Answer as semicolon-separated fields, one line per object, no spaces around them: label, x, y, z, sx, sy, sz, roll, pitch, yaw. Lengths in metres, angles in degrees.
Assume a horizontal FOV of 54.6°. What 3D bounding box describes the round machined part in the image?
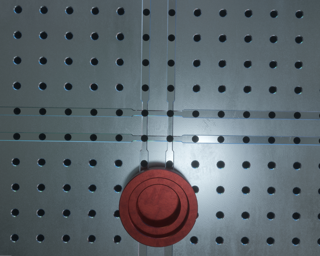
round machined part;-0.002;0.099;0.405;0.099;0.042;0.097;0;90;0
